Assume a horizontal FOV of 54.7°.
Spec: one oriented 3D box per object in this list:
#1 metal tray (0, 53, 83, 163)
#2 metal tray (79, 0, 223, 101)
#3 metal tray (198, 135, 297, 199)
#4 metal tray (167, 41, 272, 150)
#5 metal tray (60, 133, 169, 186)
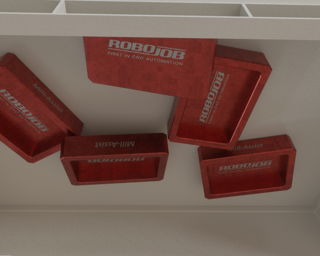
[{"bbox_3d":[-0.173,-0.018,0.387,0.090,0.030,0.130,-25,126,19],"label":"metal tray"},{"bbox_3d":[-0.010,-0.082,0.311,0.131,0.030,0.089,11,129,10],"label":"metal tray"},{"bbox_3d":[0.126,0.060,0.458,0.131,0.030,0.090,-8,130,6],"label":"metal tray"},{"bbox_3d":[0.066,-0.034,0.377,0.091,0.030,0.129,8,130,-8],"label":"metal tray"},{"bbox_3d":[-0.058,0.044,0.416,0.131,0.030,0.090,-2,148,-7],"label":"metal tray"}]
